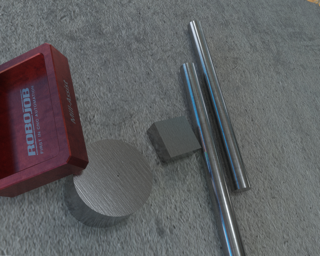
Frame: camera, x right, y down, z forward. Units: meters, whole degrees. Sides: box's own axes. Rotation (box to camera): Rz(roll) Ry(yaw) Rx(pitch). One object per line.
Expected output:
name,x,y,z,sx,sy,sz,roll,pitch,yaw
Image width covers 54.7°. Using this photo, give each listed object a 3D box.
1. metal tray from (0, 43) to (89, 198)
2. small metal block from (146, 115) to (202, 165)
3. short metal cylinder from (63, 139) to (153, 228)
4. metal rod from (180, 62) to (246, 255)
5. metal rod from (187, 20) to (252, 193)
metal tray,-0.127,-0.009,0.302,0.090,0.030,0.130,-22,67,11
small metal block,0.018,0.015,0.404,0.050,0.025,0.050,-14,69,-34
short metal cylinder,-0.055,0.058,0.323,0.081,0.050,0.080,14,56,-21
metal rod,0.067,0.037,0.417,0.025,0.025,0.299,4,60,-26
metal rod,0.085,-0.049,0.478,0.025,0.025,0.299,4,60,-26
